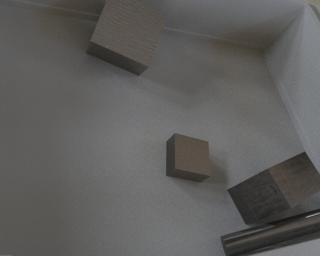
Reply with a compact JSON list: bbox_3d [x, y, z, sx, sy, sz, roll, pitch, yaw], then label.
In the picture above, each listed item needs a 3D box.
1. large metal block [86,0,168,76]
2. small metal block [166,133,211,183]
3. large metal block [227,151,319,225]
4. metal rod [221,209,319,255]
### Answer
[{"bbox_3d":[-0.046,-0.129,0.426,0.080,0.050,0.080,22,78,-16],"label":"large metal block"},{"bbox_3d":[0.036,0.039,0.403,0.050,0.025,0.050,15,56,-20],"label":"small metal block"},{"bbox_3d":[0.151,0.079,0.406,0.081,0.080,0.050,-14,70,-34],"label":"large metal block"},{"bbox_3d":[0.222,0.104,0.378,0.302,0.025,0.025,-14,67,-5],"label":"metal rod"}]
